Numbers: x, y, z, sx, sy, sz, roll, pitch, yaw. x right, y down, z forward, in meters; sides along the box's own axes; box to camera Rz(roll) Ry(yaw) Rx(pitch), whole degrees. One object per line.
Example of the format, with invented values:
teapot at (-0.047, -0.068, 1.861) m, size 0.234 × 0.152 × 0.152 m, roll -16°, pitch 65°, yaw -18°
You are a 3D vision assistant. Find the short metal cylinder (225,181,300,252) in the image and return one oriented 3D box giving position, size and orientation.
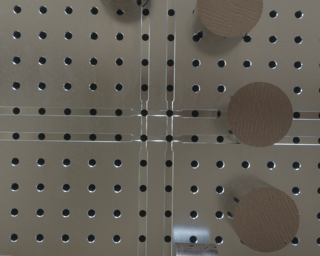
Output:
short metal cylinder at (0.130, 0.112, 0.402) m, size 0.081 × 0.050 × 0.079 m, roll 0°, pitch 90°, yaw 0°

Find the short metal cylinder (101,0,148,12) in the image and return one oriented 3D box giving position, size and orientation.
short metal cylinder at (-0.049, -0.198, 0.400) m, size 0.081 × 0.050 × 0.079 m, roll 0°, pitch 90°, yaw 0°

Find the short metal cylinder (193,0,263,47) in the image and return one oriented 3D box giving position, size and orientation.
short metal cylinder at (0.085, -0.150, 0.401) m, size 0.081 × 0.050 × 0.079 m, roll 0°, pitch 90°, yaw 0°

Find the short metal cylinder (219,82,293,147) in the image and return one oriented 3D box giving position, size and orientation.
short metal cylinder at (0.122, -0.017, 0.402) m, size 0.081 × 0.050 × 0.079 m, roll 0°, pitch 90°, yaw 0°

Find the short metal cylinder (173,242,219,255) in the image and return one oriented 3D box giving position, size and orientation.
short metal cylinder at (0.043, 0.186, 0.386) m, size 0.050 × 0.080 × 0.080 m, roll 3°, pitch 90°, yaw 0°
